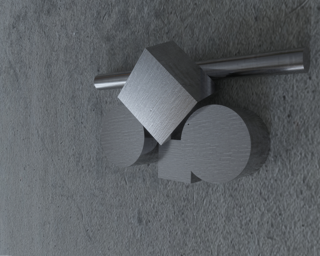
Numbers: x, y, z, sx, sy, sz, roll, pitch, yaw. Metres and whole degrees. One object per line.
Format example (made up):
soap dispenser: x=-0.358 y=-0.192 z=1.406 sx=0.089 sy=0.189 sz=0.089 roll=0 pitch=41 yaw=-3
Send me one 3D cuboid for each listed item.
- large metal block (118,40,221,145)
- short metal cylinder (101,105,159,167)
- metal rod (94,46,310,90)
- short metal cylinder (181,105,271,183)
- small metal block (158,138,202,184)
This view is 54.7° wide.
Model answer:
large metal block: x=0.008 y=-0.041 z=0.361 sx=0.080 sy=0.050 sz=0.080 roll=48 pitch=133 yaw=11
short metal cylinder: x=-0.033 y=0.010 z=0.417 sx=0.080 sy=0.050 sz=0.079 roll=0 pitch=90 yaw=40
metal rod: x=0.023 y=-0.068 z=0.387 sx=0.300 sy=0.025 sz=0.025 roll=2 pitch=91 yaw=40
short metal cylinder: x=0.070 y=0.016 z=0.332 sx=0.080 sy=0.050 sz=0.079 roll=0 pitch=90 yaw=40
small metal block: x=0.025 y=0.039 z=0.387 sx=0.050 sy=0.025 sz=0.050 roll=3 pitch=92 yaw=40
